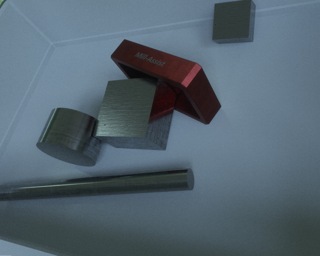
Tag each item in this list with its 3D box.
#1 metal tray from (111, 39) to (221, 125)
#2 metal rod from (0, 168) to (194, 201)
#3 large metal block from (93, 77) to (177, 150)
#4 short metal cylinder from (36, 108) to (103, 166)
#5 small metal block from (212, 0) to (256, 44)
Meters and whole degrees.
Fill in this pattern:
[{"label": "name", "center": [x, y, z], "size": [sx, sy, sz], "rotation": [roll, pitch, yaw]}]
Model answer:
[{"label": "metal tray", "center": [0.007, -0.059, 0.395], "size": [0.130, 0.090, 0.030], "rotation": [28, 78, 37]}, {"label": "metal rod", "center": [-0.102, 0.078, 0.409], "size": [0.301, 0.025, 0.025], "rotation": [-8, 58, 23]}, {"label": "large metal block", "center": [-0.032, -0.018, 0.408], "size": [0.080, 0.050, 0.080], "rotation": [0, 68, 31]}, {"label": "short metal cylinder", "center": [-0.118, 0.014, 0.422], "size": [0.080, 0.080, 0.050], "rotation": [2, 63, 28]}, {"label": "small metal block", "center": [0.102, -0.145, 0.427], "size": [0.050, 0.025, 0.050], "rotation": [5, 93, 30]}]
